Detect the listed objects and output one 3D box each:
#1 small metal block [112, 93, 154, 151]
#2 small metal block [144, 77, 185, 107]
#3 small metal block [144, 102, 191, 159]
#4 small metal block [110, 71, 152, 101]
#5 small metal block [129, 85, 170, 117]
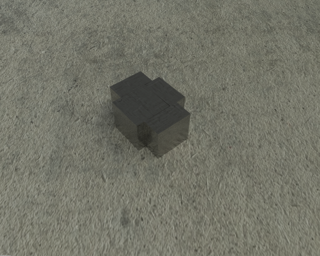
[{"bbox_3d":[-0.033,-0.007,0.393,0.025,0.050,0.050,-33,58,-24],"label":"small metal block"},{"bbox_3d":[0.006,-0.032,0.414,0.025,0.050,0.050,-34,58,-25],"label":"small metal block"},{"bbox_3d":[0.009,0.004,0.385,0.050,0.050,0.025,-32,57,-24],"label":"small metal block"},{"bbox_3d":[-0.038,-0.042,0.422,0.050,0.050,0.025,-32,57,-24],"label":"small metal block"},{"bbox_3d":[-0.014,-0.019,0.404,0.025,0.050,0.050,-33,58,-24],"label":"small metal block"}]
